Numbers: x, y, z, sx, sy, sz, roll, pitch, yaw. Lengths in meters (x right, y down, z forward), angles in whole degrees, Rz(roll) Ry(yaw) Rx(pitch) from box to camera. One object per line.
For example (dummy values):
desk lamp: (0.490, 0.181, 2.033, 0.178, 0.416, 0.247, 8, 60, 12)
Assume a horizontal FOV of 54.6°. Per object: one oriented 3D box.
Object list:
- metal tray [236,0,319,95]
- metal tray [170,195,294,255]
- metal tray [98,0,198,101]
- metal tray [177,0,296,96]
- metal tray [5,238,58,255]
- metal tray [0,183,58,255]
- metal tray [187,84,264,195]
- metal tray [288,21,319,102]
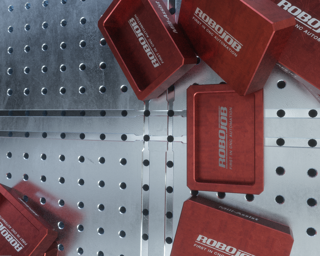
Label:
metal tray: (0.153, -0.103, 0.323, 0.130, 0.030, 0.090, 40, 103, 15)
metal tray: (0.084, 0.147, 0.380, 0.130, 0.030, 0.090, 15, 95, 19)
metal tray: (-0.020, -0.112, 0.400, 0.090, 0.030, 0.130, -37, 77, 39)
metal tray: (0.072, -0.109, 0.338, 0.130, 0.030, 0.090, 52, 151, 29)
metal tray: (-0.230, 0.209, 0.492, 0.130, 0.030, 0.090, 12, 94, 19)
metal tray: (-0.228, 0.155, 0.462, 0.130, 0.030, 0.090, 31, 74, 25)
metal tray: (0.080, 0.012, 0.381, 0.090, 0.030, 0.129, 0, 90, 20)
metal tray: (0.208, -0.065, 0.336, 0.090, 0.030, 0.130, -40, 78, 15)
